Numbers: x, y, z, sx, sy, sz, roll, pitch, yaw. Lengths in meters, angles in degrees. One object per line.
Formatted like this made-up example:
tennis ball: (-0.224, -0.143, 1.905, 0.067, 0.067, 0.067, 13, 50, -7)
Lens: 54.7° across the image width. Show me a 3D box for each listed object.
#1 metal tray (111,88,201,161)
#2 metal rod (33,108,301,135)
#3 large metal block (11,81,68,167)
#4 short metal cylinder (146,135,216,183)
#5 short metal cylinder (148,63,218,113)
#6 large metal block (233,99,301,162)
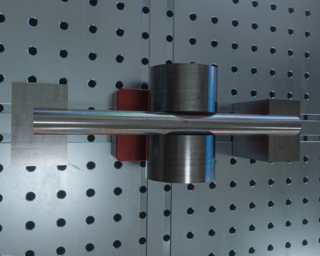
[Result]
metal tray: (0.004, -0.003, 0.411, 0.131, 0.030, 0.089, 1, 90, -20)
metal rod: (0.026, -0.005, 0.336, 0.302, 0.025, 0.025, 1, 90, -20)
large metal block: (-0.129, -0.004, 0.335, 0.050, 0.080, 0.080, 1, 90, -20)
short metal cylinder: (0.024, 0.032, 0.360, 0.081, 0.080, 0.050, 1, 90, -20)
short metal cylinder: (0.026, -0.043, 0.361, 0.081, 0.080, 0.050, 1, 90, -20)
large metal block: (0.147, 0.003, 0.436, 0.050, 0.080, 0.080, 1, 90, -20)
